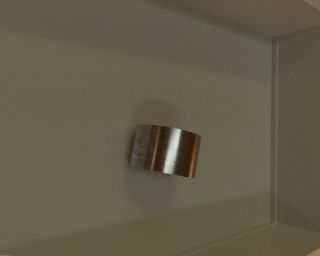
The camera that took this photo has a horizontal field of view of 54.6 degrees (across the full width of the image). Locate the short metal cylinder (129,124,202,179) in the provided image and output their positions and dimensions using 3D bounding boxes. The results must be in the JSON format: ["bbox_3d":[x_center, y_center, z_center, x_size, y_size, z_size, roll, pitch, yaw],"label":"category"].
[{"bbox_3d":[0.007,0.029,0.376,0.080,0.080,0.050,17,79,-39],"label":"short metal cylinder"}]
